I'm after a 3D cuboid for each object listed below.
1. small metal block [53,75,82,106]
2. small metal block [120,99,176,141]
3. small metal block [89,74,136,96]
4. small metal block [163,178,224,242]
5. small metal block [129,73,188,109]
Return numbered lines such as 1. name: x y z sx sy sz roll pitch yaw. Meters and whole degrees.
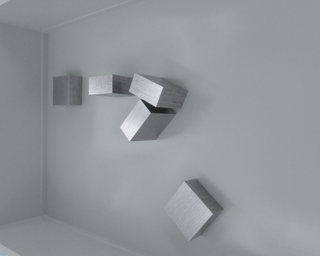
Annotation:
1. small metal block: -0.162 -0.064 0.541 0.050 0.025 0.050 2 91 40
2. small metal block: -0.015 -0.009 0.403 0.050 0.050 0.025 -52 60 27
3. small metal block: -0.066 -0.059 0.445 0.050 0.050 0.025 2 91 40
4. small metal block: 0.040 0.098 0.374 0.050 0.025 0.050 47 118 29
5. small metal block: -0.002 -0.047 0.392 0.050 0.050 0.025 32 110 35
